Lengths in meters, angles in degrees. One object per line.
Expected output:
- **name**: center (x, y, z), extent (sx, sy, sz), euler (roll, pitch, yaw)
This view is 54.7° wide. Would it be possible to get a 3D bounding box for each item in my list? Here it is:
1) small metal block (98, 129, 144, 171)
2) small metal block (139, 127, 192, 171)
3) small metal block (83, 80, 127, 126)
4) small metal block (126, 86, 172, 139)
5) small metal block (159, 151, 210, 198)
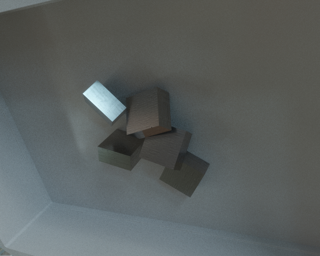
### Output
- **small metal block**: center (-0.051, 0.029, 0.436), extent (0.050, 0.050, 0.025), euler (15, 124, 20)
- **small metal block**: center (0.007, 0.022, 0.398), extent (0.050, 0.025, 0.050), euler (17, 87, 25)
- **small metal block**: center (-0.073, -0.031, 0.410), extent (0.050, 0.025, 0.050), euler (44, 168, -3)
- **small metal block**: center (-0.015, -0.018, 0.387), extent (0.050, 0.025, 0.050), euler (-16, 68, 34)
- **small metal block**: center (0.033, 0.060, 0.427), extent (0.050, 0.025, 0.050), euler (29, 128, 9)
